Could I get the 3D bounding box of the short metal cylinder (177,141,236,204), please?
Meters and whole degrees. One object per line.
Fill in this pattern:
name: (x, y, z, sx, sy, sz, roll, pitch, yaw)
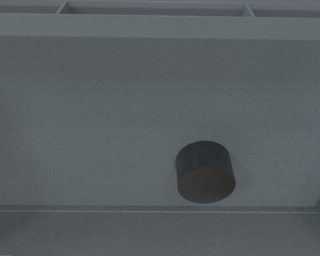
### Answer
short metal cylinder: (0.064, 0.065, 0.448, 0.080, 0.050, 0.080, 0, 130, 0)
